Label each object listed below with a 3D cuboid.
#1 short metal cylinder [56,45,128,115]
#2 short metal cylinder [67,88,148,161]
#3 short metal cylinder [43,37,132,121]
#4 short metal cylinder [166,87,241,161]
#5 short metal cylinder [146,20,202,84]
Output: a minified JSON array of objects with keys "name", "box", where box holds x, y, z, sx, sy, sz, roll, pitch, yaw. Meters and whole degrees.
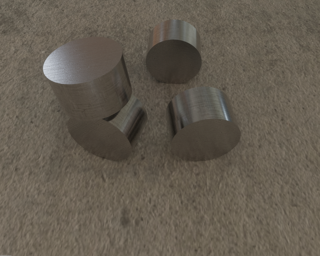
[{"name":"short metal cylinder","box":[-0.091,-0.064,0.420,0.080,0.080,0.050,24,54,18]},{"name":"short metal cylinder","box":[-0.061,-0.005,0.371,0.080,0.080,0.050,15,52,12]},{"name":"short metal cylinder","box":[-0.074,-0.053,0.329,0.080,0.050,0.080,-5,47,5]},{"name":"short metal cylinder","box":[0.050,-0.003,0.371,0.081,0.080,0.050,-5,50,-4]},{"name":"short metal cylinder","box":[0.021,-0.113,0.462,0.081,0.080,0.050,2,50,1]}]
